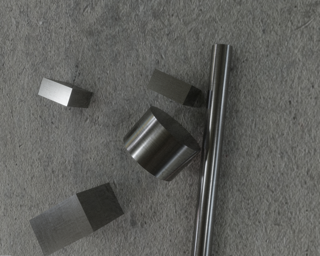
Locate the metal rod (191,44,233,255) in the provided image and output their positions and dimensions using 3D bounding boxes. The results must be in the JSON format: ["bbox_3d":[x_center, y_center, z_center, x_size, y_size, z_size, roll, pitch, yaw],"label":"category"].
[{"bbox_3d":[0.063,0.048,0.386,0.025,0.025,0.298,6,92,19],"label":"metal rod"}]

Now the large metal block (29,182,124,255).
[{"bbox_3d":[-0.109,0.120,0.417,0.080,0.080,0.050,-31,80,17],"label":"large metal block"}]

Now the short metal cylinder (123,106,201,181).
[{"bbox_3d":[0.003,0.018,0.378,0.080,0.080,0.050,45,104,14],"label":"short metal cylinder"}]

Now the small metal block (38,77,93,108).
[{"bbox_3d":[-0.133,-0.049,0.441,0.050,0.050,0.025,22,97,18],"label":"small metal block"}]

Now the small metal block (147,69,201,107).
[{"bbox_3d":[0.019,-0.049,0.388,0.050,0.050,0.025,28,99,17],"label":"small metal block"}]
